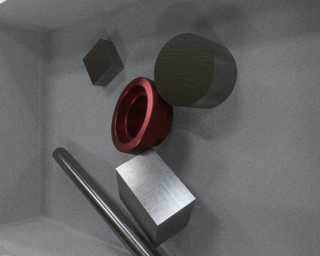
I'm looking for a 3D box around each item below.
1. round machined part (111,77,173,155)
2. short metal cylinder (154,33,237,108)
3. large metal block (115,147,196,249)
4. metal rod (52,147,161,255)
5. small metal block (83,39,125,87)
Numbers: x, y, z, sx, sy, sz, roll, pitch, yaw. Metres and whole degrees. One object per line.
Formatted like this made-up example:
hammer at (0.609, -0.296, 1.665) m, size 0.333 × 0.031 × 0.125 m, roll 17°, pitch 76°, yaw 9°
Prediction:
round machined part at (-0.020, -0.013, 0.397) m, size 0.098 × 0.042 × 0.098 m, roll -27°, pitch 55°, yaw 47°
short metal cylinder at (0.040, -0.063, 0.356) m, size 0.080 × 0.050 × 0.079 m, roll 0°, pitch 90°, yaw 39°
large metal block at (-0.008, 0.084, 0.370) m, size 0.080 × 0.050 × 0.080 m, roll 48°, pitch 154°, yaw 28°
metal rod at (-0.087, 0.107, 0.451) m, size 0.300 × 0.025 × 0.025 m, roll 34°, pitch 111°, yaw 42°
small metal block at (-0.088, -0.099, 0.477) m, size 0.050 × 0.025 × 0.050 m, roll -38°, pitch 67°, yaw 33°
